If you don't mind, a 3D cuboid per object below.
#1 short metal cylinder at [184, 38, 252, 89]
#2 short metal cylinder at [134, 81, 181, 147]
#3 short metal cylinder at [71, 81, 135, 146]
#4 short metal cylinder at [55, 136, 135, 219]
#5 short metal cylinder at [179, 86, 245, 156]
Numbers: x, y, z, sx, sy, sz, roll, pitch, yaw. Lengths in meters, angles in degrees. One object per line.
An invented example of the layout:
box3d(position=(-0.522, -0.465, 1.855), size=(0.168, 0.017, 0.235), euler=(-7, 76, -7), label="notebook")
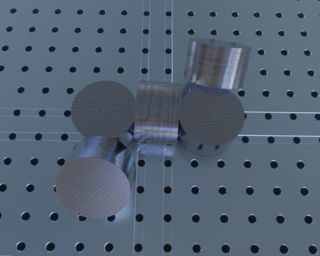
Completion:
box3d(position=(0.075, -0.087, 0.408), size=(0.080, 0.080, 0.050), euler=(8, 112, 2), label="short metal cylinder")
box3d(position=(-0.002, -0.018, 0.389), size=(0.050, 0.080, 0.080), euler=(5, 70, 1), label="short metal cylinder")
box3d(position=(-0.069, -0.014, 0.402), size=(0.081, 0.050, 0.080), euler=(0, 70, 0), label="short metal cylinder")
box3d(position=(-0.071, 0.056, 0.355), size=(0.081, 0.050, 0.079), euler=(0, 114, 1), label="short metal cylinder")
box3d(position=(0.063, -0.009, 0.402), size=(0.081, 0.050, 0.080), euler=(0, 70, 0), label="short metal cylinder")
